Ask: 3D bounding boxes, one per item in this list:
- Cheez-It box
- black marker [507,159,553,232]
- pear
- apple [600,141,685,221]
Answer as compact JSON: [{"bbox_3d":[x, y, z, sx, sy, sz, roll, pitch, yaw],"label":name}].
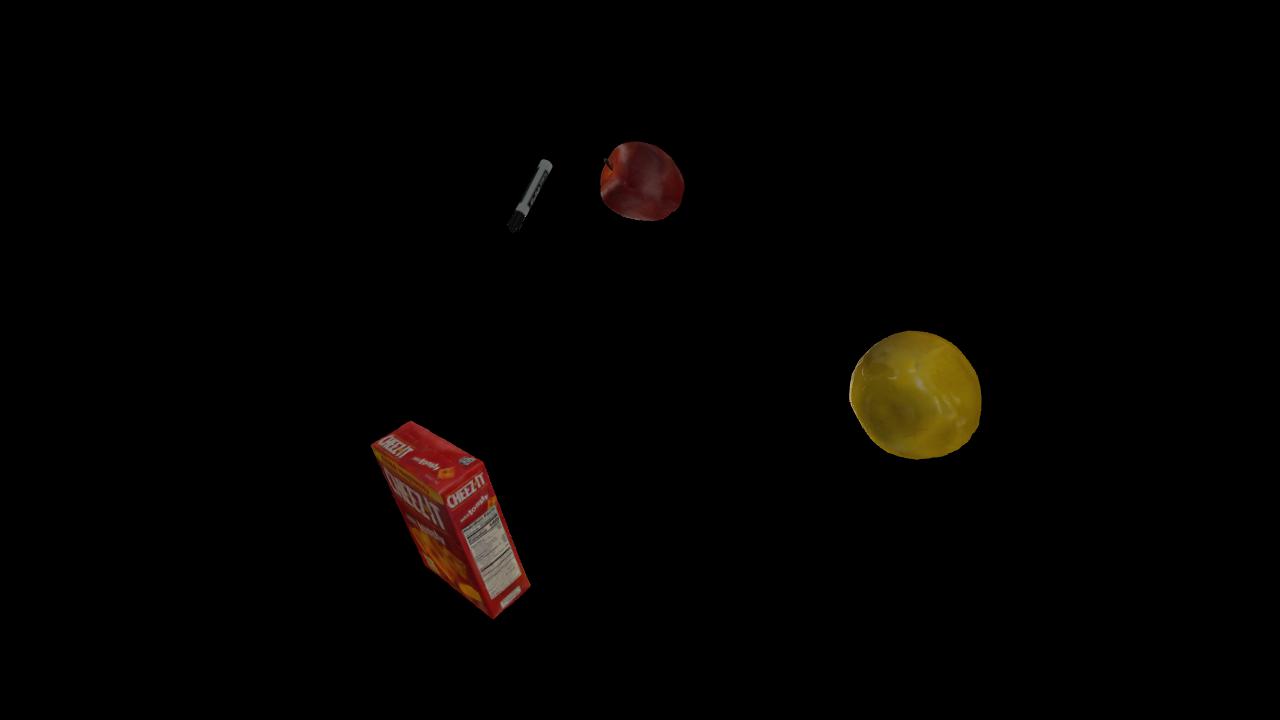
[{"bbox_3d":[-0.241,0.203,0.787,0.166,0.223,0.071,17,39,38],"label":"Cheez-It box"},{"bbox_3d":[-0.155,-0.229,0.860,0.020,0.121,0.020,19,-21,8],"label":"black marker"},{"bbox_3d":[0.187,0.014,0.401,0.080,0.080,0.111,0,20,42],"label":"pear"},{"bbox_3d":[0.001,-0.188,0.650,0.093,0.079,0.079,19,-9,-27],"label":"apple"}]
